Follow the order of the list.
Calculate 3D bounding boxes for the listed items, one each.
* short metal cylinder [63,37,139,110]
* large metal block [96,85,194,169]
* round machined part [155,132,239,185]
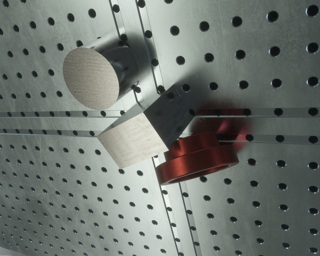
[{"bbox_3d":[-0.073,-0.069,0.391,0.080,0.050,0.079,13,124,21],"label":"short metal cylinder"},{"bbox_3d":[-0.016,-0.002,0.383,0.080,0.080,0.050,-25,104,37],"label":"large metal block"},{"bbox_3d":[0.041,0.036,0.375,0.098,0.099,0.042,-27,72,37],"label":"round machined part"}]
